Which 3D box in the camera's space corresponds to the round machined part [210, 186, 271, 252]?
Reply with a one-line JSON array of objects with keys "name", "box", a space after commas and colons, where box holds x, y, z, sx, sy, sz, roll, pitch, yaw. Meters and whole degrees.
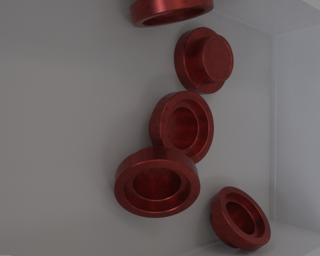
[{"name": "round machined part", "box": [0.116, 0.141, 0.471, 0.098, 0.042, 0.098, 26, 33, -19]}]

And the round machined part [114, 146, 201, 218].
[{"name": "round machined part", "box": [-0.004, 0.060, 0.369, 0.098, 0.098, 0.042, 46, 22, -30]}]

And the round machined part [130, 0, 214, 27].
[{"name": "round machined part", "box": [0.012, -0.153, 0.368, 0.099, 0.098, 0.042, -20, 103, -38]}]

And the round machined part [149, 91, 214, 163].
[{"name": "round machined part", "box": [0.024, 0.000, 0.416, 0.099, 0.042, 0.097, 0, 90, -40]}]

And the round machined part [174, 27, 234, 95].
[{"name": "round machined part", "box": [0.071, -0.099, 0.454, 0.099, 0.042, 0.097, 0, 90, -40]}]
